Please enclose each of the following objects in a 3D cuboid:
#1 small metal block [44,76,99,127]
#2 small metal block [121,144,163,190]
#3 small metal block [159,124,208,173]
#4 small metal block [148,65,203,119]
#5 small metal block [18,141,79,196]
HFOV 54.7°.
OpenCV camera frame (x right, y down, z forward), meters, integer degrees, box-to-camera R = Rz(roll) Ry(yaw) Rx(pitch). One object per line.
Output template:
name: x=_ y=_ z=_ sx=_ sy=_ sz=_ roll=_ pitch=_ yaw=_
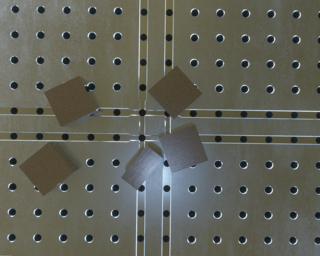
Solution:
small metal block: x=-0.116 y=-0.035 z=0.412 sx=0.050 sy=0.025 sz=0.050 roll=-25 pitch=90 yaw=-1
small metal block: x=-0.022 y=0.048 z=0.401 sx=0.025 sy=0.050 sz=0.050 roll=39 pitch=90 yaw=-1
small metal block: x=0.030 y=0.027 z=0.414 sx=0.050 sy=0.025 sz=0.050 roll=-20 pitch=90 yaw=-1
small metal block: x=0.020 y=-0.046 z=0.414 sx=0.050 sy=0.025 sz=0.050 roll=-42 pitch=91 yaw=0
small metal block: x=-0.147 y=0.053 z=0.412 sx=0.050 sy=0.025 sz=0.050 roll=-39 pitch=91 yaw=0
